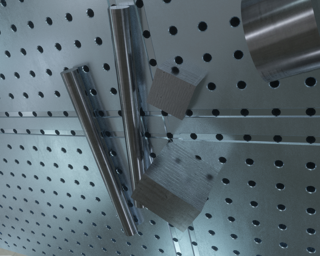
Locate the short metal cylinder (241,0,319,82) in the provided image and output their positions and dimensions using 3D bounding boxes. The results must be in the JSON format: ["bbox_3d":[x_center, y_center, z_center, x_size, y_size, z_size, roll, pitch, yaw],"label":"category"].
[{"bbox_3d":[0.109,-0.084,0.266,0.050,0.080,0.080,-13,112,33],"label":"short metal cylinder"}]

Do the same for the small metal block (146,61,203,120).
[{"bbox_3d":[0.017,-0.045,0.373,0.050,0.025,0.050,28,128,10],"label":"small metal block"}]

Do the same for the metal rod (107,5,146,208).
[{"bbox_3d":[-0.038,-0.008,0.424,0.025,0.025,0.298,10,123,22],"label":"metal rod"}]

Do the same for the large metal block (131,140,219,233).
[{"bbox_3d":[0.021,0.074,0.409,0.080,0.080,0.050,33,128,6],"label":"large metal block"}]

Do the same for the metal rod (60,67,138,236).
[{"bbox_3d":[-0.088,0.052,0.487,0.025,0.025,0.298,-2,118,28],"label":"metal rod"}]
